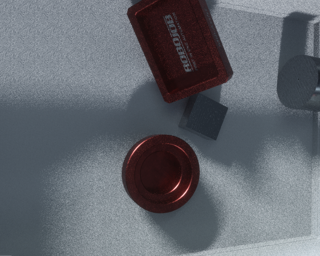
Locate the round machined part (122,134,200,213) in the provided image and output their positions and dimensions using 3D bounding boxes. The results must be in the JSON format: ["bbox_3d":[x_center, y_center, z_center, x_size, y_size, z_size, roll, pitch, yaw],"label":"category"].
[{"bbox_3d":[-0.002,0.057,0.402,0.099,0.042,0.097,0,90,-21],"label":"round machined part"}]

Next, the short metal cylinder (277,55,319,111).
[{"bbox_3d":[0.224,-0.066,0.466,0.050,0.080,0.080,5,89,-20],"label":"short metal cylinder"}]

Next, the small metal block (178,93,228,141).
[{"bbox_3d":[0.061,-0.015,0.434,0.050,0.025,0.050,24,82,-19],"label":"small metal block"}]

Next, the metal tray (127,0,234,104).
[{"bbox_3d":[0.025,-0.106,0.387,0.030,0.090,0.129,-39,107,-59],"label":"metal tray"}]
